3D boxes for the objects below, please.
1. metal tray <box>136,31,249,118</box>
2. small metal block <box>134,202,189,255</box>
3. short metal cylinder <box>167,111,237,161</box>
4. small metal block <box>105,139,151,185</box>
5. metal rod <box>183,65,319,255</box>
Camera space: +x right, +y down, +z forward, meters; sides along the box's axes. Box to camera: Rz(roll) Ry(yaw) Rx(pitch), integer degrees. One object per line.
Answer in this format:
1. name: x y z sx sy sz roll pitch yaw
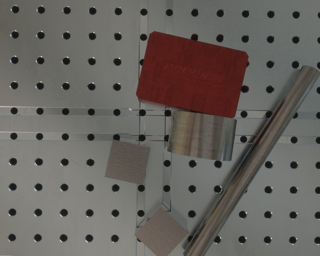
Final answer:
1. metal tray: 0.042 -0.068 0.411 0.131 0.030 0.089 13 90 -1
2. small metal block: 0.002 0.137 0.414 0.050 0.025 0.050 43 90 -1
3. short metal cylinder: 0.052 0.009 0.387 0.081 0.080 0.050 8 90 -1
4. small metal block: -0.042 0.044 0.413 0.050 0.025 0.050 12 90 -1
5. metal rod: 0.122 0.049 0.415 0.025 0.025 0.299 33 90 -1
